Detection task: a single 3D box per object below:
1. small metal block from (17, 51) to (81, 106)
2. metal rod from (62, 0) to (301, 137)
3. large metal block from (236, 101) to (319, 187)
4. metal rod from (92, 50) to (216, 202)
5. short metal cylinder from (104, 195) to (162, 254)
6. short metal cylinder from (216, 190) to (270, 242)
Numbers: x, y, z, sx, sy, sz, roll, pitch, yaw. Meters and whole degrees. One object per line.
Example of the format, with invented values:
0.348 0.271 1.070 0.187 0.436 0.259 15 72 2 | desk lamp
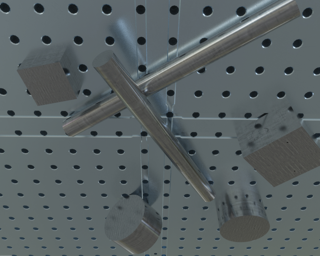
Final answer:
-0.127 -0.057 0.362 0.050 0.025 0.050 -9 130 8 | small metal block
0.007 -0.061 0.359 0.300 0.025 0.025 -26 126 20 | metal rod
0.163 0.024 0.417 0.080 0.050 0.080 -34 122 25 | large metal block
0.011 0.020 0.406 0.025 0.025 0.300 -22 134 17 | metal rod
-0.044 0.158 0.509 0.080 0.080 0.050 -26 125 20 | short metal cylinder
0.138 0.149 0.523 0.081 0.050 0.079 0 130 0 | short metal cylinder
